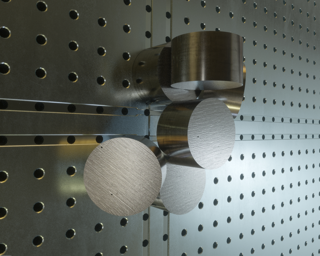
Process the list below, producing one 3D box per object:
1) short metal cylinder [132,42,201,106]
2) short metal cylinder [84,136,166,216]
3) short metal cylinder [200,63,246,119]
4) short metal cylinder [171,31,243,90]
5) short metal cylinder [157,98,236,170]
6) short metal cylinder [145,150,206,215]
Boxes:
[{"bbox_3d":[0.012,-0.069,0.402,0.081,0.050,0.079,-1,91,-40],"label":"short metal cylinder"},{"bbox_3d":[-0.035,0.048,0.336,0.050,0.080,0.079,-16,104,-84],"label":"short metal cylinder"},{"bbox_3d":[0.084,-0.055,0.434,0.050,0.080,0.080,8,83,1],"label":"short metal cylinder"},{"bbox_3d":[0.053,-0.073,0.350,0.081,0.080,0.050,0,90,-40],"label":"short metal cylinder"},{"bbox_3d":[0.043,0.006,0.362,0.081,0.050,0.079,0,90,-40],"label":"short metal cylinder"},{"bbox_3d":[0.014,0.067,0.403,0.081,0.050,0.079,-1,92,-40],"label":"short metal cylinder"}]
